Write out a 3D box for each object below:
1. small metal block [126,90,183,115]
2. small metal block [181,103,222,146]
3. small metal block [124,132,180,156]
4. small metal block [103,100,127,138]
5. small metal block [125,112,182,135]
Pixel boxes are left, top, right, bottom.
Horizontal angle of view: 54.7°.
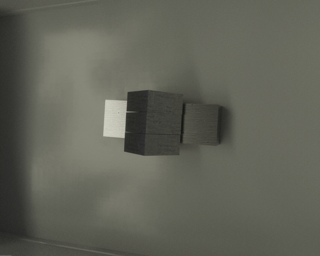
[{"bbox_3d":[-0.007,-0.031,0.386,0.050,0.050,0.025,5,92,56],"label":"small metal block"},{"bbox_3d":[0.050,-0.005,0.391,0.050,0.025,0.050,3,91,19],"label":"small metal block"},{"bbox_3d":[-0.010,0.019,0.388,0.050,0.050,0.025,3,91,56],"label":"small metal block"},{"bbox_3d":[-0.048,-0.012,0.425,0.050,0.025,0.050,4,91,19],"label":"small metal block"},{"bbox_3d":[-0.009,-0.006,0.387,0.050,0.050,0.025,3,91,56],"label":"small metal block"}]
